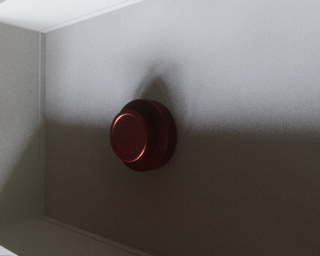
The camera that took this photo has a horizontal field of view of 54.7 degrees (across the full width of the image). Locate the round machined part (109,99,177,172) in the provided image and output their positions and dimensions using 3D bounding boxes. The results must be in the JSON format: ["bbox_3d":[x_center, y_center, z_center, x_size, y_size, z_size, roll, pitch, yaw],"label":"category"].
[{"bbox_3d":[-0.029,0.010,0.413,0.098,0.042,0.097,0,90,39],"label":"round machined part"}]
